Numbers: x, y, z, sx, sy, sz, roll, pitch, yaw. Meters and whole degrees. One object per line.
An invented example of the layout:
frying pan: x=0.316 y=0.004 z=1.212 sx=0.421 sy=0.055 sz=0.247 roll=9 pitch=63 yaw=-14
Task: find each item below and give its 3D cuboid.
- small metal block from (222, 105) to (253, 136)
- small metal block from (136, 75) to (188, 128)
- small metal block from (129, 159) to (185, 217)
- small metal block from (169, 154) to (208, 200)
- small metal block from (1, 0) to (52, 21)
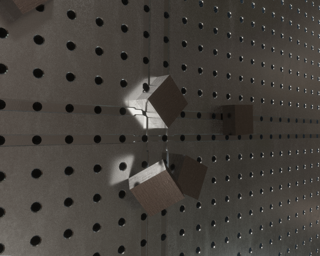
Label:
small metal block: x=0.132 y=-0.014 z=0.523 sx=0.050 sy=0.025 sz=0.050 roll=-3 pitch=92 yaw=-40
small metal block: x=0.004 y=-0.035 z=0.414 sx=0.050 sy=0.025 sz=0.050 roll=-51 pitch=120 yaw=-28
small metal block: x=-0.004 y=0.076 z=0.391 sx=0.050 sy=0.025 sz=0.050 roll=-30 pitch=114 yaw=4
small metal block: x=0.037 y=0.070 z=0.443 sx=0.050 sy=0.025 sz=0.050 roll=31 pitch=71 yaw=-36
small metal block: x=-0.133 y=-0.141 z=0.299 sx=0.050 sy=0.025 sz=0.050 roll=-47 pitch=119 yaw=-30
